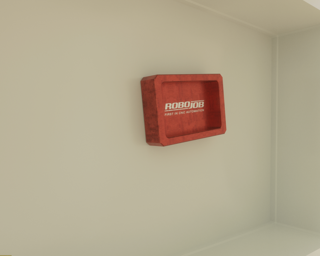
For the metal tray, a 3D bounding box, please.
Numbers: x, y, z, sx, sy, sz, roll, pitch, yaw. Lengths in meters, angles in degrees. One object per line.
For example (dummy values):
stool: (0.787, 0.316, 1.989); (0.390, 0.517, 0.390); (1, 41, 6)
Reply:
metal tray: (0.037, -0.029, 0.433); (0.131, 0.030, 0.090); (-9, 96, -39)
